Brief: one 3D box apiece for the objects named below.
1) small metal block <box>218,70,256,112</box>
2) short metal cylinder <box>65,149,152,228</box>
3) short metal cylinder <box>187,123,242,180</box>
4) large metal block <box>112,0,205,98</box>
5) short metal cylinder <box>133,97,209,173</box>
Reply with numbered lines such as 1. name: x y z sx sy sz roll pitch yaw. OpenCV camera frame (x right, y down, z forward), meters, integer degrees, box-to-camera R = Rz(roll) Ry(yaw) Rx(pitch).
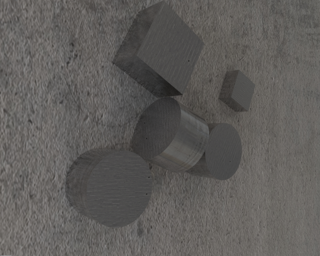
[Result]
1. small metal block: 0.128 -0.060 0.511 0.050 0.025 0.050 31 71 -36
2. short metal cylinder: -0.056 0.063 0.342 0.081 0.050 0.080 0 90 -40
3. short metal cylinder: 0.074 0.033 0.450 0.081 0.050 0.080 0 90 -40
4. large metal block: 0.000 -0.095 0.388 0.080 0.050 0.080 36 68 -34
5. short metal cylinder: 0.012 0.009 0.379 0.050 0.080 0.080 30 72 -36
